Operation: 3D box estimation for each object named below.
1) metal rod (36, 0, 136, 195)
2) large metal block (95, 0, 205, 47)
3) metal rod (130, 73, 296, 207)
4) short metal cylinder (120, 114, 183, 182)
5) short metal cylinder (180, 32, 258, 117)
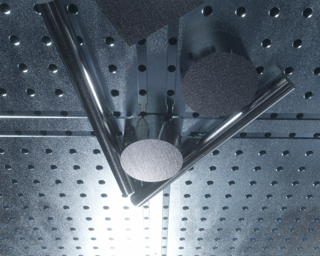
[{"bbox_3d":[-0.080,-0.015,0.397,0.025,0.025,0.298,-9,130,7],"label":"metal rod"},{"bbox_3d":[-0.016,-0.135,0.280,0.080,0.050,0.080,-25,126,20],"label":"large metal block"},{"bbox_3d":[0.056,0.032,0.439,0.025,0.025,0.299,32,123,-25],"label":"metal rod"},{"bbox_3d":[-0.011,0.028,0.419,0.081,0.050,0.079,0,130,0],"label":"short metal cylinder"},{"bbox_3d":[0.063,-0.059,0.345,0.081,0.050,0.079,0,130,0],"label":"short metal cylinder"}]
